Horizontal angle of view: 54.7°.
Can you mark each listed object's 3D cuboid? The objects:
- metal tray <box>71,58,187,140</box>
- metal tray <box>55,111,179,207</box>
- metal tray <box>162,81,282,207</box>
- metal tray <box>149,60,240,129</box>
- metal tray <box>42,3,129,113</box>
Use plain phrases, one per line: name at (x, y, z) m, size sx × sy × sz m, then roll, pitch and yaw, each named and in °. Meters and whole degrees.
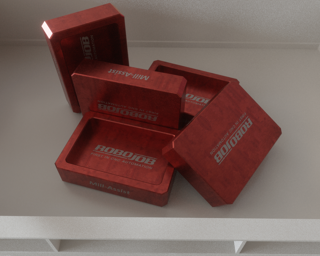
metal tray at (-0.036, -0.032, 0.386) m, size 0.131 × 0.089 × 0.030 m, roll 12°, pitch 51°, yaw 9°
metal tray at (-0.044, 0.033, 0.370) m, size 0.131 × 0.030 × 0.090 m, roll 12°, pitch 51°, yaw 10°
metal tray at (0.076, 0.015, 0.362) m, size 0.090 × 0.030 × 0.131 m, roll 47°, pitch 60°, yaw -1°
metal tray at (0.037, -0.045, 0.438) m, size 0.130 × 0.030 × 0.090 m, roll 16°, pitch 52°, yaw 13°
metal tray at (-0.088, -0.086, 0.405) m, size 0.091 × 0.129 × 0.030 m, roll -24°, pitch 55°, yaw -19°
